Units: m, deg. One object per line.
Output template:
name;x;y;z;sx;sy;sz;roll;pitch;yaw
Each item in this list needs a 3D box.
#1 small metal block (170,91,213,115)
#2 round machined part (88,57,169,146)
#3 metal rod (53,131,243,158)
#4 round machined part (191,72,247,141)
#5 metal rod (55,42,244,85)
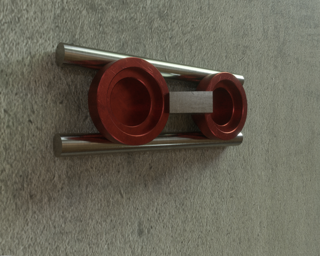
small metal block;0.038;-0.030;0.387;0.050;0.050;0.025;0;90;3
round machined part;-0.038;-0.029;0.357;0.099;0.042;0.097;0;90;-40
metal rod;0.011;0.017;0.414;0.302;0.025;0.025;0;90;-40
round machined part;0.083;-0.031;0.457;0.099;0.042;0.097;0;90;-40
metal rod;0.013;-0.076;0.416;0.302;0.025;0.025;0;90;-40
